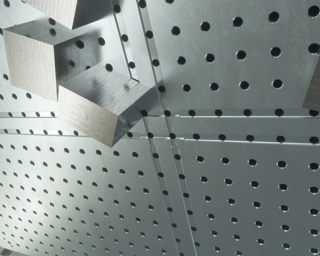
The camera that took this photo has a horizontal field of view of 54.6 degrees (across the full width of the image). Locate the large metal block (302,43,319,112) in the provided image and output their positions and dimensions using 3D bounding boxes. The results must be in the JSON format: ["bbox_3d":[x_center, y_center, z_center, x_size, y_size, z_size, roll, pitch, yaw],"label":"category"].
[{"bbox_3d":[0.178,-0.053,0.268,0.080,0.050,0.079,16,125,19],"label":"large metal block"}]

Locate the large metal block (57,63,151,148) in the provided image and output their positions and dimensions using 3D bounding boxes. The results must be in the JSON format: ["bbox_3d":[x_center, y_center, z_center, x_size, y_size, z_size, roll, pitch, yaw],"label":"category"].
[{"bbox_3d":[-0.070,-0.032,0.394,0.080,0.080,0.050,27,128,11],"label":"large metal block"}]

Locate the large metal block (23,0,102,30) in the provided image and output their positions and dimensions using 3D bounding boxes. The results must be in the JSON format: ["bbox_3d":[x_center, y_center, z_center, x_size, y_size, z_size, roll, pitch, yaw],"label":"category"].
[{"bbox_3d":[-0.109,-0.171,0.348,0.080,0.050,0.080,32,129,7],"label":"large metal block"}]

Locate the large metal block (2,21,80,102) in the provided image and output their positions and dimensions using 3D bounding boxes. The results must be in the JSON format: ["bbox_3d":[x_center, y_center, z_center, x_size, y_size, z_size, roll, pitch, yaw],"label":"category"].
[{"bbox_3d":[-0.158,-0.091,0.423,0.080,0.050,0.079,20,126,16],"label":"large metal block"}]
